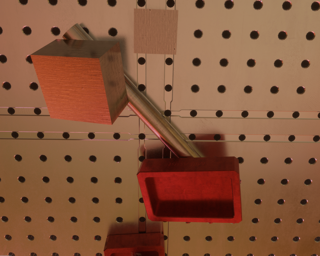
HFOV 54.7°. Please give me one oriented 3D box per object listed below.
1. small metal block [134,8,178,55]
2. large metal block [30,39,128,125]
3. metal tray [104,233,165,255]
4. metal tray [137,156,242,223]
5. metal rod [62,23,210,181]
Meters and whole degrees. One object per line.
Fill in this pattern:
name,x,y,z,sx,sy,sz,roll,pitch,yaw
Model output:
small metal block,-0.005,-0.116,0.371,0.050,0.025,0.050,2,110,-1
large metal block,-0.088,-0.054,0.358,0.080,0.050,0.079,6,126,16
metal tray,-0.036,0.232,0.495,0.091,0.030,0.129,-3,110,0
metal tray,0.042,0.085,0.420,0.131,0.030,0.089,-3,119,14
metal rod,-0.008,-0.011,0.409,0.025,0.025,0.300,-40,106,13
